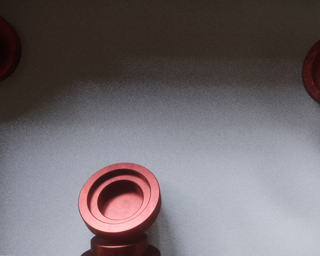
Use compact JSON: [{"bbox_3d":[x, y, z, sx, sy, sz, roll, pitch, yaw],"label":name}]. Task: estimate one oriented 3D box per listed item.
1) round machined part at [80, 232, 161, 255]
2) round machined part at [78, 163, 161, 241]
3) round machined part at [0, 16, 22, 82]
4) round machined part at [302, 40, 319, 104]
[{"bbox_3d":[-0.049,0.153,0.375,0.099,0.098,0.042,-2,87,0],"label":"round machined part"},{"bbox_3d":[-0.047,0.094,0.385,0.099,0.098,0.042,-3,135,4],"label":"round machined part"},{"bbox_3d":[-0.236,-0.106,0.398,0.099,0.042,0.097,0,90,-4],"label":"round machined part"},{"bbox_3d":[0.234,-0.071,0.393,0.098,0.042,0.097,0,89,23],"label":"round machined part"}]
